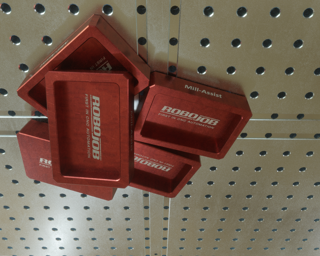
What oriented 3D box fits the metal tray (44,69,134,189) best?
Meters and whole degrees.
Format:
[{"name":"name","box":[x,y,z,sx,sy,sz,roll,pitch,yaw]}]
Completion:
[{"name":"metal tray","box":[-0.077,0.001,0.352,0.090,0.030,0.129,3,106,6]}]

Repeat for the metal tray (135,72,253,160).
[{"name":"metal tray","box":[0.038,-0.012,0.397,0.131,0.030,0.089,14,129,-12]}]

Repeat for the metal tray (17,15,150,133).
[{"name":"metal tray","box":[-0.087,-0.054,0.360,0.130,0.030,0.090,-32,123,24]}]

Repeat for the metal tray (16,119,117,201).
[{"name":"metal tray","box":[-0.121,0.045,0.423,0.131,0.030,0.089,14,131,6]}]

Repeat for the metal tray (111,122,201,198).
[{"name":"metal tray","box":[-0.018,0.050,0.449,0.131,0.030,0.089,20,128,-16]}]
